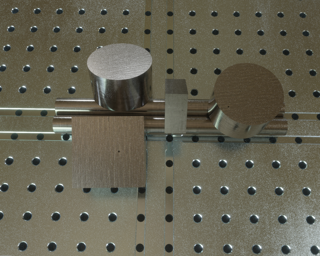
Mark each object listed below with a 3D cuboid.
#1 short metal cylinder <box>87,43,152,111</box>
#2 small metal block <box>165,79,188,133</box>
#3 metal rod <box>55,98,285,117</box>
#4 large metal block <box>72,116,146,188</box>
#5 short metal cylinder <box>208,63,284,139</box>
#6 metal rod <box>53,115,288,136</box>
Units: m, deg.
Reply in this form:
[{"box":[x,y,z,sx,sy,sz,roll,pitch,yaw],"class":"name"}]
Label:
[{"box":[-0.050,-0.067,0.404,0.081,0.050,0.080,1,46,0],"class":"short metal cylinder"},{"box":[0.018,-0.027,0.375,0.025,0.050,0.050,1,28,0],"class":"small metal block"},{"box":[0.013,-0.027,0.418,0.302,0.025,0.025,1,70,0],"class":"metal rod"},{"box":[-0.058,0.027,0.370,0.081,0.050,0.079,-1,90,-1],"class":"large metal block"},{"box":[0.103,-0.032,0.381,0.081,0.050,0.080,0,70,0],"class":"short metal cylinder"},{"box":[0.013,-0.004,0.410,0.302,0.025,0.025,1,70,0],"class":"metal rod"}]
